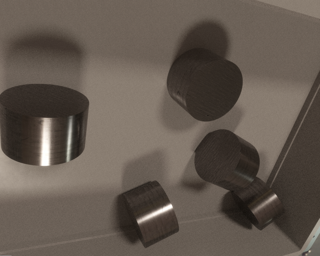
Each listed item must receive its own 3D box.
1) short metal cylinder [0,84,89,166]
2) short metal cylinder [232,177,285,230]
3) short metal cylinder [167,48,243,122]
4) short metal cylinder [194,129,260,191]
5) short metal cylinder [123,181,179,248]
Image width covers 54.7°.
[{"bbox_3d":[-0.114,-0.006,0.308,0.081,0.080,0.050,-3,120,-28],"label":"short metal cylinder"},{"bbox_3d":[0.174,0.134,0.555,0.050,0.080,0.080,-34,129,-6],"label":"short metal cylinder"},{"bbox_3d":[0.056,-0.055,0.391,0.081,0.050,0.079,-14,125,-21],"label":"short metal cylinder"},{"bbox_3d":[0.098,0.048,0.459,0.050,0.080,0.080,28,103,-38],"label":"short metal cylinder"},{"bbox_3d":[-0.014,0.122,0.442,0.050,0.080,0.080,-22,127,-16],"label":"short metal cylinder"}]
